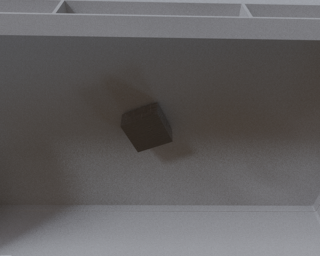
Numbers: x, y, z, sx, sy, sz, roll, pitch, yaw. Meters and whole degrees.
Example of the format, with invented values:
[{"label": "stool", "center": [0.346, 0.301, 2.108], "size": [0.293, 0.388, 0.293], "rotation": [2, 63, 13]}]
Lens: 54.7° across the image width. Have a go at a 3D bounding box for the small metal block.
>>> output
[{"label": "small metal block", "center": [-0.016, 0.000, 0.404], "size": [0.050, 0.025, 0.050], "rotation": [-18, 128, 14]}]
